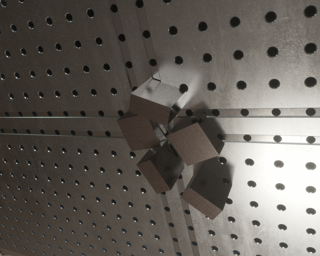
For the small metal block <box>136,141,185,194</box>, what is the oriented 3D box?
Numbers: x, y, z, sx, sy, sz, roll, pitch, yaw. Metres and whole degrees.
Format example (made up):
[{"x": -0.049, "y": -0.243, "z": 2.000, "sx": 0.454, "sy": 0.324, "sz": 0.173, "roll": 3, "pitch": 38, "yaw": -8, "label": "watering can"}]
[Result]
[{"x": 0.002, "y": 0.053, "z": 0.425, "sx": 0.025, "sy": 0.050, "sz": 0.050, "roll": -24, "pitch": 106, "yaw": 36, "label": "small metal block"}]

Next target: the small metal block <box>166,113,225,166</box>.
[{"x": 0.045, "y": 0.016, "z": 0.396, "sx": 0.050, "sy": 0.025, "sz": 0.050, "roll": -26, "pitch": 105, "yaw": 36, "label": "small metal block"}]

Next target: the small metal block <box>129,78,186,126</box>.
[{"x": -0.002, "y": -0.033, "z": 0.375, "sx": 0.050, "sy": 0.050, "sz": 0.025, "roll": 21, "pitch": 126, "yaw": 15, "label": "small metal block"}]

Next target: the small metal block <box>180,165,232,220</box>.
[{"x": 0.063, "y": 0.085, "z": 0.414, "sx": 0.050, "sy": 0.050, "sz": 0.025, "roll": 35, "pitch": 129, "yaw": 4, "label": "small metal block"}]

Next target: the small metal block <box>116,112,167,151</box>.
[{"x": -0.023, "y": 0.001, "z": 0.423, "sx": 0.050, "sy": 0.025, "sz": 0.050, "roll": -11, "pitch": 113, "yaw": 32, "label": "small metal block"}]
